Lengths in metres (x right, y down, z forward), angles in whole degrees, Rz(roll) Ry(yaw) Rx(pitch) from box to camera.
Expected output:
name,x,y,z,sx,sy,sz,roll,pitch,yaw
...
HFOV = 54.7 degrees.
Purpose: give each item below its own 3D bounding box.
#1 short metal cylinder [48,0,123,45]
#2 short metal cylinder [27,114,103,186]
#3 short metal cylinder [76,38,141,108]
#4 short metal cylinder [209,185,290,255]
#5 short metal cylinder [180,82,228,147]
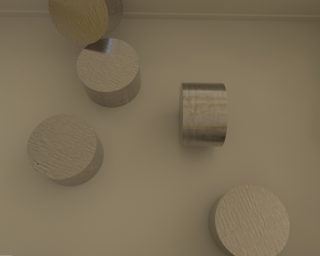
name,x,y,z,sx,sy,sz,roll,pitch,yaw
short metal cylinder,-0.095,-0.155,0.403,0.080,0.079,0.050,18,34,6
short metal cylinder,-0.114,0.028,0.385,0.081,0.050,0.080,0,70,0
short metal cylinder,-0.067,-0.074,0.423,0.081,0.050,0.080,0,70,-1
short metal cylinder,0.100,0.110,0.358,0.081,0.050,0.080,0,70,0
short metal cylinder,0.051,-0.017,0.387,0.050,0.080,0.080,1,70,0
